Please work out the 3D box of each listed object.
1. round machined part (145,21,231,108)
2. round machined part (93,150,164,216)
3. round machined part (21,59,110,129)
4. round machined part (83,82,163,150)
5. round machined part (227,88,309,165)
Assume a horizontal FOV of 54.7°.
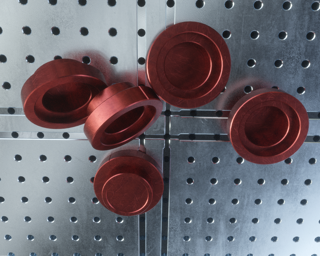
[{"bbox_3d":[0.031,-0.075,0.371,0.099,0.042,0.097,-2,103,-9],"label":"round machined part"},{"bbox_3d":[-0.044,0.083,0.435,0.099,0.042,0.097,0,110,-1],"label":"round machined part"},{"bbox_3d":[-0.113,-0.044,0.369,0.099,0.042,0.098,-19,152,-10],"label":"round machined part"},{"bbox_3d":[-0.048,-0.018,0.377,0.098,0.098,0.042,-40,71,13],"label":"round machined part"},{"bbox_3d":[0.136,-0.005,0.405,0.099,0.042,0.097,0,110,-1],"label":"round machined part"}]
